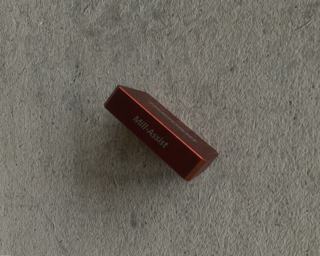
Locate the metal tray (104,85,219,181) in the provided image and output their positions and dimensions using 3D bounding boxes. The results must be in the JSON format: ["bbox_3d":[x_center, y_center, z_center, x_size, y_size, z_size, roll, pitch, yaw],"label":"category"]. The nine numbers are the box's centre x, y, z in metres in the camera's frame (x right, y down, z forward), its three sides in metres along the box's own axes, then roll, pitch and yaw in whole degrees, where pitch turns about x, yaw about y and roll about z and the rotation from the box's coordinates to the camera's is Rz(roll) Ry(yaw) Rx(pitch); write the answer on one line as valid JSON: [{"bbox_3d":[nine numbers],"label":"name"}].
[{"bbox_3d":[0.005,0.003,0.373,0.130,0.090,0.030,41,103,15],"label":"metal tray"}]
